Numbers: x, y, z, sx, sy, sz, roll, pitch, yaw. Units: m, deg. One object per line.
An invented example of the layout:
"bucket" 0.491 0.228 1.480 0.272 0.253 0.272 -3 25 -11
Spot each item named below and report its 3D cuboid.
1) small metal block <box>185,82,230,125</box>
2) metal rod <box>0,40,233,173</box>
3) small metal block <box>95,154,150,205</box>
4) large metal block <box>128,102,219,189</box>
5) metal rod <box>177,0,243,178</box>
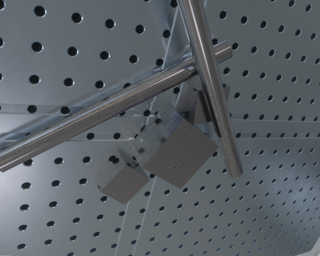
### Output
"small metal block" 0.064 -0.036 0.425 0.050 0.025 0.050 -10 123 -23
"metal rod" -0.046 -0.031 0.366 0.302 0.025 0.025 -28 128 -11
"small metal block" -0.052 0.072 0.428 0.050 0.025 0.050 -46 129 4
"large metal block" 0.019 0.026 0.422 0.080 0.050 0.080 -49 129 6
"metal rod" 0.071 -0.037 0.393 0.025 0.025 0.299 -31 130 -8
